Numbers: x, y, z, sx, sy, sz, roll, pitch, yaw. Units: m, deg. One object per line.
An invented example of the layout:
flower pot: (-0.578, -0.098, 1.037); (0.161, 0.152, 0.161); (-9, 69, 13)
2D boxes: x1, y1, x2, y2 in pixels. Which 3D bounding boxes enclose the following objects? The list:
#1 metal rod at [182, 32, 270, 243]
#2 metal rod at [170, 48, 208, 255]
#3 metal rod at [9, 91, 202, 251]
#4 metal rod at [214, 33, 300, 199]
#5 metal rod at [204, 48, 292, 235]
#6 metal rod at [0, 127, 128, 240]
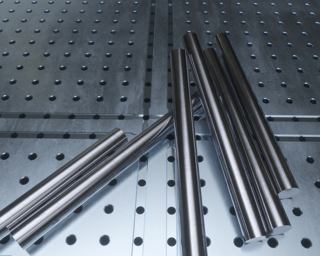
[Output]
metal rod: (0.072, -0.011, 0.393); (0.025, 0.025, 0.299); (-8, 58, -7)
metal rod: (0.031, 0.020, 0.367); (0.025, 0.025, 0.300); (-1, 57, -1)
metal rod: (-0.037, 0.032, 0.380); (0.025, 0.025, 0.302); (37, 59, 27)
metal rod: (0.125, -0.041, 0.442); (0.025, 0.025, 0.300); (-6, 50, -5)
metal rod: (0.102, -0.008, 0.414); (0.025, 0.025, 0.300); (-6, 50, -5)
metal rod: (-0.154, 0.092, 0.329); (0.025, 0.025, 0.302); (37, 59, 26)
